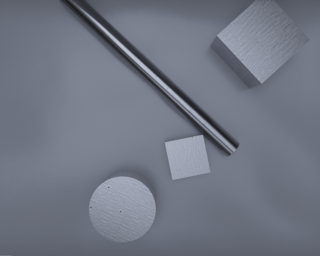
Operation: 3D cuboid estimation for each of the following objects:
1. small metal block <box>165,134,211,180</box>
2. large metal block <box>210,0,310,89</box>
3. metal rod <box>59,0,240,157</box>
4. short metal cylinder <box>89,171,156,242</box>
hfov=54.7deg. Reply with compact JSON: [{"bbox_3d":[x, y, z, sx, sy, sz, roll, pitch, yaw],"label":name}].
[{"bbox_3d":[0.036,0.038,0.412,0.050,0.025,0.050,-11,90,-1],"label":"small metal block"},{"bbox_3d":[0.126,-0.110,0.401,0.080,0.050,0.080,-43,91,0],"label":"large metal block"},{"bbox_3d":[-0.013,-0.073,0.411,0.300,0.025,0.025,43,90,-1],"label":"metal rod"},{"bbox_3d":[-0.045,0.098,0.398,0.081,0.050,0.079,0,90,-1],"label":"short metal cylinder"}]
